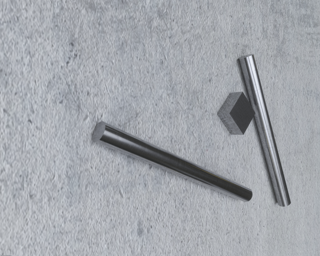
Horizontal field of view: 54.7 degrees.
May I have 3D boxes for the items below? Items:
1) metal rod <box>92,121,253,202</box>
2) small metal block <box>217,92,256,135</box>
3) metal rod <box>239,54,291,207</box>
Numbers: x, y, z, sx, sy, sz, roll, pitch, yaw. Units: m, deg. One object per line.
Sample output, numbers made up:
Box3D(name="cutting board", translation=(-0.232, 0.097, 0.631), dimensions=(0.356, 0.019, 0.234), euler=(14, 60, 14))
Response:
Box3D(name="metal rod", translation=(0.039, 0.059, 0.437), dimensions=(0.301, 0.025, 0.025), euler=(27, 73, -37))
Box3D(name="small metal block", translation=(0.127, -0.024, 0.511), dimensions=(0.050, 0.025, 0.050), euler=(51, 60, -28))
Box3D(name="metal rod", translation=(0.196, 0.013, 0.568), dimensions=(0.025, 0.025, 0.298), euler=(-32, 110, -35))
